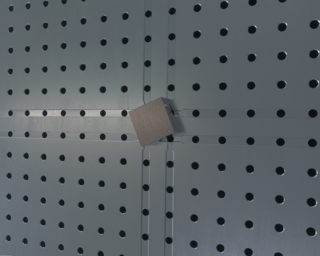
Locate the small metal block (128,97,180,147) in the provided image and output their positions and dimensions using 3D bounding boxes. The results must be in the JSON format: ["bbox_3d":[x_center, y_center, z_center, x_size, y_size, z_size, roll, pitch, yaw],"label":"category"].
[{"bbox_3d":[-0.008,-0.008,0.416,0.050,0.025,0.050,-23,82,18],"label":"small metal block"}]
